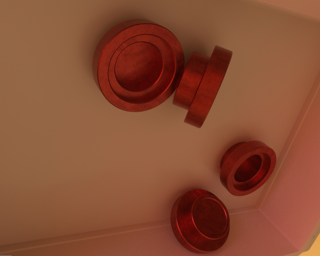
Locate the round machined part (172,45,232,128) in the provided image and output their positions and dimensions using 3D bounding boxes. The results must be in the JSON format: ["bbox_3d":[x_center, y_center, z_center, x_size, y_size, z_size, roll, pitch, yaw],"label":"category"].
[{"bbox_3d":[0.047,-0.052,0.369,0.042,0.098,0.097,23,111,4],"label":"round machined part"}]

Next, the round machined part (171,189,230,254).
[{"bbox_3d":[0.070,0.143,0.487,0.099,0.098,0.042,-1,154,-28],"label":"round machined part"}]

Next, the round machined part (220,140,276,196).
[{"bbox_3d":[0.140,0.062,0.515,0.099,0.042,0.097,-14,125,-21],"label":"round machined part"}]

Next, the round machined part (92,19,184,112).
[{"bbox_3d":[-0.026,-0.070,0.341,0.099,0.042,0.097,-14,125,-21],"label":"round machined part"}]
